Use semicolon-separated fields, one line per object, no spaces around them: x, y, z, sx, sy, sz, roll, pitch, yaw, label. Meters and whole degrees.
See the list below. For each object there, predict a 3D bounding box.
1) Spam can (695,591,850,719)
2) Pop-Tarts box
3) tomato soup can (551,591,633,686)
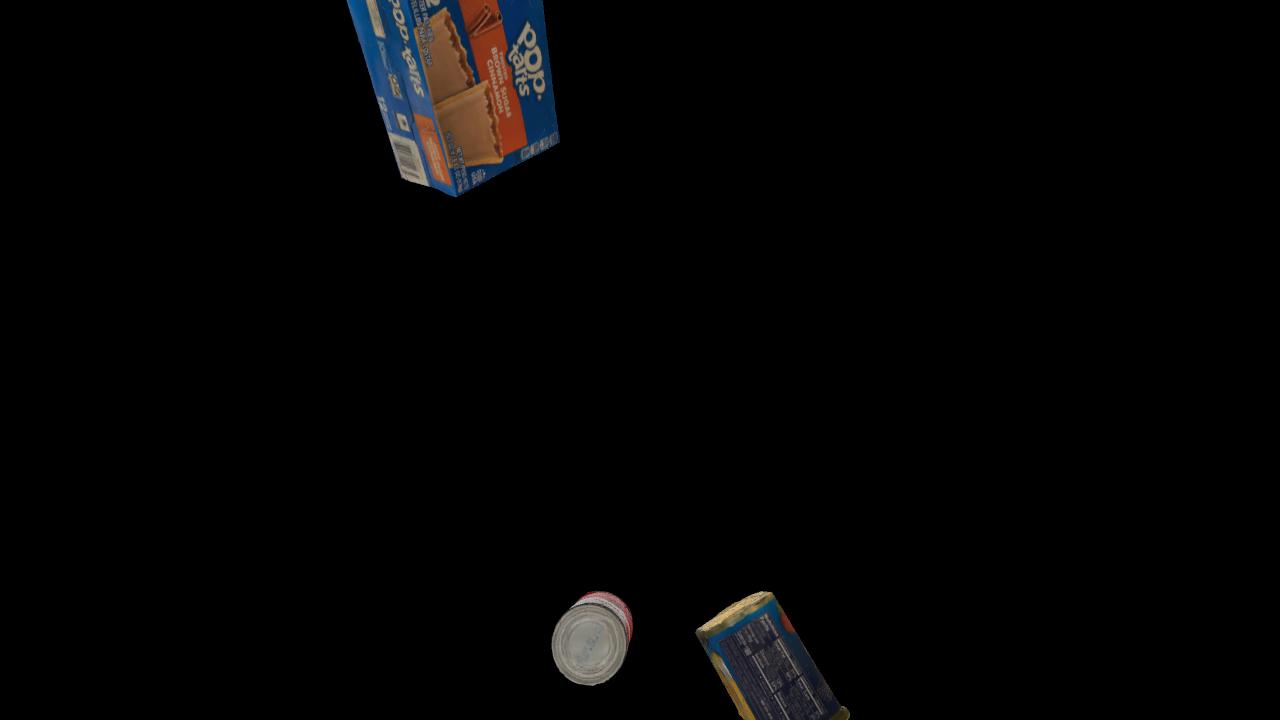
0.083;0.210;0.418;0.058;0.085;0.101;-27;-20;-13;Spam can
-0.154;-0.254;0.541;0.083;0.167;0.141;25;49;26;Pop-Tarts box
-0.043;0.255;0.572;0.068;0.068;0.101;0;-15;2;tomato soup can
